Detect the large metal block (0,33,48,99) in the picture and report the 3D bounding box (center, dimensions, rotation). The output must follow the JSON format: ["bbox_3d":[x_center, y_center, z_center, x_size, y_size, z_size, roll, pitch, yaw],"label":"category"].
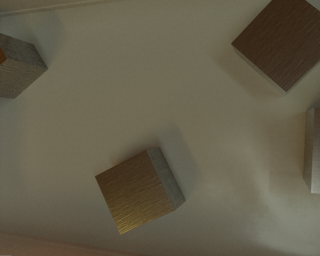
[{"bbox_3d":[-0.234,-0.091,0.464,0.080,0.080,0.050,-35,79,16],"label":"large metal block"}]

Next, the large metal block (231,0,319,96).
[{"bbox_3d":[0.141,-0.094,0.347,0.080,0.050,0.080,47,104,14],"label":"large metal block"}]

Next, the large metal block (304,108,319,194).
[{"bbox_3d":[0.180,0.022,0.318,0.050,0.080,0.080,2,91,20],"label":"large metal block"}]

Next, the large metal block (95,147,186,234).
[{"bbox_3d":[-0.025,0.080,0.406,0.080,0.050,0.080,-29,81,17],"label":"large metal block"}]
